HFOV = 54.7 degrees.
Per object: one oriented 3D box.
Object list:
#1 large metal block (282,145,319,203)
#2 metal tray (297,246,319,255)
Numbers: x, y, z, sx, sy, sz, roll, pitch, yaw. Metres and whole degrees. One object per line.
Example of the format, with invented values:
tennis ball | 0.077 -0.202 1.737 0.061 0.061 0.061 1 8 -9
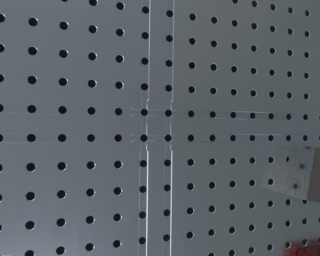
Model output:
large metal block | 0.250 0.075 0.492 0.081 0.050 0.080 13 86 -20
metal tray | 0.270 0.265 0.509 0.091 0.030 0.129 2 89 -20
